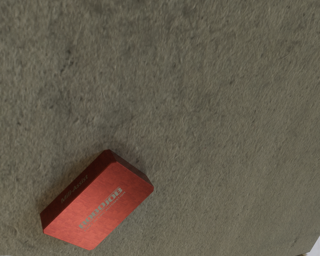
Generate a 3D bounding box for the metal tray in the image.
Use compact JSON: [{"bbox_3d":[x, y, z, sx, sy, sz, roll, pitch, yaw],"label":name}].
[{"bbox_3d":[-0.083,0.101,0.422,0.130,0.030,0.090,-45,130,2],"label":"metal tray"}]
